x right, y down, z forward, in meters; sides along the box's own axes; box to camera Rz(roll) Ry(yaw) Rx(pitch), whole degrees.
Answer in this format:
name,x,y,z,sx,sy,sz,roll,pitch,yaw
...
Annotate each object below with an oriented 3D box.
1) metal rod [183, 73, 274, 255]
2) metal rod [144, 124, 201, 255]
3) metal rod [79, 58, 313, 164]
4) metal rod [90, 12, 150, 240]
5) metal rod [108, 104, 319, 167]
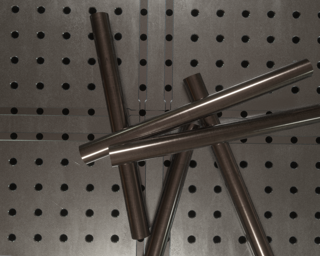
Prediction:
name,x,y,z,sx,sy,sz,roll,pitch,yaw
metal rod,0.098,0.070,0.414,0.025,0.025,0.299,-22,90,0
metal rod,0.001,0.137,0.413,0.025,0.025,0.298,16,90,-1
metal rod,0.045,-0.021,0.388,0.301,0.025,0.025,-21,90,-1
metal rod,-0.053,-0.003,0.412,0.025,0.025,0.298,-11,90,0
metal rod,0.087,0.005,0.390,0.302,0.025,0.025,-11,90,-10
